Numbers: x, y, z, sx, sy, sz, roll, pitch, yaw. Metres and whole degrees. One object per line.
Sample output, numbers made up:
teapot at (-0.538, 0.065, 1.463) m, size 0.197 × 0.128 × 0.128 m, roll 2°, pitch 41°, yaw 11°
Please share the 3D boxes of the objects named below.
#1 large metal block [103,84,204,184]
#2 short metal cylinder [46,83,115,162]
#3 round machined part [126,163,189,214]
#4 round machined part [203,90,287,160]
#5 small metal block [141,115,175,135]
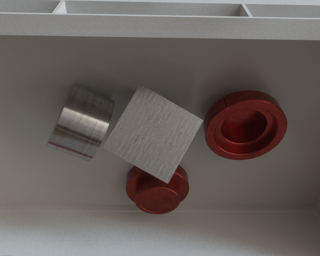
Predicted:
large metal block at (-0.009, 0.007, 0.360) m, size 0.080 × 0.050 × 0.080 m, roll 30°, pitch 85°, yaw -4°
short metal cylinder at (-0.094, -0.006, 0.366) m, size 0.050 × 0.080 × 0.080 m, roll 23°, pitch 126°, yaw -19°
round machined part at (-0.004, 0.098, 0.481) m, size 0.099 × 0.042 × 0.097 m, roll -1°, pitch 130°, yaw 0°
round machined part at (0.104, -0.008, 0.393) m, size 0.099 × 0.042 × 0.097 m, roll -1°, pitch 130°, yaw 0°
small metal block at (-0.001, 0.004, 0.413) m, size 0.050 × 0.025 × 0.050 m, roll 6°, pitch 130°, yaw -6°
